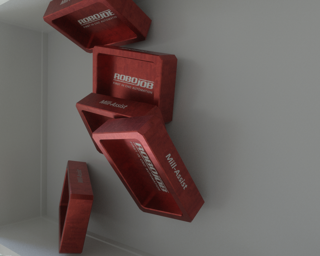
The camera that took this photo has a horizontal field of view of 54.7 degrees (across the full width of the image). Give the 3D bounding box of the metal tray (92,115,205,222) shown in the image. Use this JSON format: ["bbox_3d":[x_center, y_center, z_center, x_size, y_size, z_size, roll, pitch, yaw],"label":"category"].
[{"bbox_3d":[-0.014,0.049,0.364,0.090,0.030,0.130,-4,123,45],"label":"metal tray"}]

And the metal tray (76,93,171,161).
[{"bbox_3d":[-0.047,0.006,0.412,0.130,0.030,0.090,14,135,39],"label":"metal tray"}]

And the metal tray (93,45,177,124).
[{"bbox_3d":[-0.040,-0.061,0.423,0.130,0.030,0.089,19,113,37],"label":"metal tray"}]

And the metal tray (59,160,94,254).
[{"bbox_3d":[-0.131,0.114,0.470,0.130,0.030,0.089,-139,61,-66],"label":"metal tray"}]

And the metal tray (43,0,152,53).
[{"bbox_3d":[-0.089,-0.151,0.434,0.130,0.090,0.030,0,67,40],"label":"metal tray"}]
